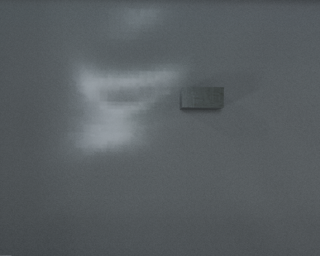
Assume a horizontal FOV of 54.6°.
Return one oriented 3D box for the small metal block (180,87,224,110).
[{"bbox_3d":[0.052,-0.037,0.399,0.050,0.050,0.025,1,90,0],"label":"small metal block"}]
